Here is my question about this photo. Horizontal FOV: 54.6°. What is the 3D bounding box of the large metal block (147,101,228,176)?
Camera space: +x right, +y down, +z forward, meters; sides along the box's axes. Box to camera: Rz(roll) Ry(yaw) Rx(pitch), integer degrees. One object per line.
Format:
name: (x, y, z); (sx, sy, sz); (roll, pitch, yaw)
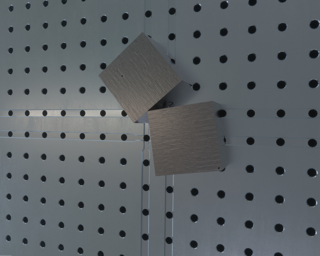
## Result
large metal block: (0.036, 0.014, 0.387); (0.080, 0.050, 0.080); (-8, 87, 20)

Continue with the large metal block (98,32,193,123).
large metal block: (-0.018, -0.062, 0.406); (0.080, 0.050, 0.080); (-41, 77, 15)
